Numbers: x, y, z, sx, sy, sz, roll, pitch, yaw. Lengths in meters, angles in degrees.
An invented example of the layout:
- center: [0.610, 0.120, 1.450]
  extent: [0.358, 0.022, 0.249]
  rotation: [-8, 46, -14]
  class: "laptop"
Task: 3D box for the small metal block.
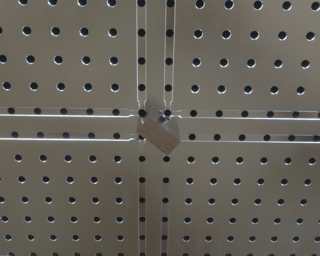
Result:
- center: [-0.002, 0.002, 0.401]
  extent: [0.050, 0.050, 0.025]
  rotation: [38, 106, -13]
  class: "small metal block"
